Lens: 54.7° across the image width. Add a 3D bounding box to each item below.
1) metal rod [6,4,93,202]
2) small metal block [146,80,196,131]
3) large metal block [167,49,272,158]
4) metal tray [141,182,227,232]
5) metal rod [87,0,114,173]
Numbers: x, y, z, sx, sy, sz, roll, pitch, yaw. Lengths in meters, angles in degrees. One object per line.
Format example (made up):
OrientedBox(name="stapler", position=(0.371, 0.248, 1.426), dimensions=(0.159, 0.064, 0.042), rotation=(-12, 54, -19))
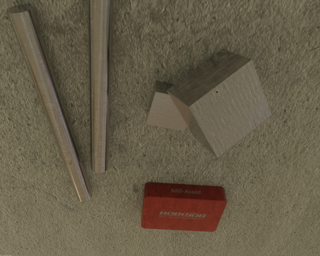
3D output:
OrientedBox(name="metal rod", position=(-0.130, -0.004, 0.401), dimensions=(0.025, 0.025, 0.298), rotation=(-3, 130, 2))
OrientedBox(name="small metal block", position=(0.013, -0.027, 0.385), dimensions=(0.050, 0.025, 0.050), rotation=(11, 129, -10))
OrientedBox(name="large metal block", position=(0.068, -0.028, 0.348), dimensions=(0.080, 0.050, 0.080), rotation=(-37, 126, -6))
OrientedBox(name="metal tray", position=(0.037, 0.134, 0.519), dimensions=(0.131, 0.030, 0.089), rotation=(4, 130, -5))
OrientedBox(name="metal rod", position=(-0.069, -0.056, 0.358), dimensions=(0.025, 0.025, 0.298), rotation=(5, 130, -5))
